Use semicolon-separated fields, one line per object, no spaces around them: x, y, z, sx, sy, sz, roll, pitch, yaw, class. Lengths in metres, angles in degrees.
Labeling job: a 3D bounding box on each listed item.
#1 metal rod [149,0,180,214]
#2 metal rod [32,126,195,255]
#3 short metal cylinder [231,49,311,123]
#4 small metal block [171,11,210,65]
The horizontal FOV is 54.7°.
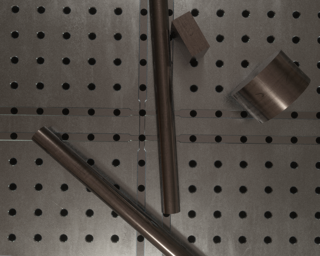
0.006;-0.037;0.413;0.025;0.025;0.298;-3;90;-1;metal rod
-0.048;0.106;0.412;0.300;0.025;0.025;41;90;-1;metal rod
0.137;-0.051;0.388;0.080;0.080;0.050;-45;91;0;short metal cylinder
0.038;-0.115;0.401;0.025;0.050;0.050;-30;90;0;small metal block
